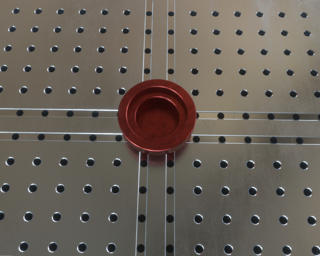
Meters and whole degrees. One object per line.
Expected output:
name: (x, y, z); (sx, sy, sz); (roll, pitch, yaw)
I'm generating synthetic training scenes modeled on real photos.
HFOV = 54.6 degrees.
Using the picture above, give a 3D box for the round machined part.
round machined part: (-0.004, -0.011, 0.406); (0.099, 0.042, 0.098); (0, 70, 0)
